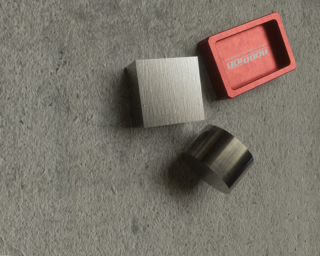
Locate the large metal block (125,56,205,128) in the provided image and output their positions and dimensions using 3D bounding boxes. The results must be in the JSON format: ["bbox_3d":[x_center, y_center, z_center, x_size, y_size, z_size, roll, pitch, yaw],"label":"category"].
[{"bbox_3d":[0.006,-0.045,0.398,0.081,0.050,0.079,-8,93,-20],"label":"large metal block"}]

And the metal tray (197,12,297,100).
[{"bbox_3d":[0.129,-0.106,0.453,0.131,0.030,0.090,-25,99,-18],"label":"metal tray"}]

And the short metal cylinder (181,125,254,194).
[{"bbox_3d":[0.074,0.041,0.407,0.080,0.080,0.050,46,76,-14],"label":"short metal cylinder"}]
